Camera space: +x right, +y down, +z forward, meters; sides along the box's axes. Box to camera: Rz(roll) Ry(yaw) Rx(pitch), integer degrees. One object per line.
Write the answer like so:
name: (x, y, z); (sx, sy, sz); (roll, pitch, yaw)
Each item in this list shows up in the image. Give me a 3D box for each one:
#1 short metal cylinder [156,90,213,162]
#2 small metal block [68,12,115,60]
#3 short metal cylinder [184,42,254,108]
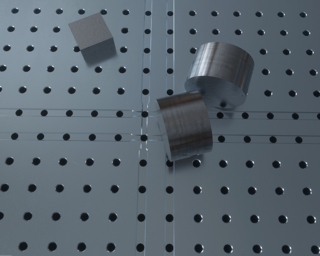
short metal cylinder: (0.028, -0.003, 0.384); (0.050, 0.080, 0.080); (-14, 71, -5)
small metal block: (-0.101, -0.137, 0.461); (0.050, 0.025, 0.050); (-25, 72, -9)
short metal cylinder: (0.078, -0.067, 0.408); (0.080, 0.080, 0.050); (17, 71, 6)
